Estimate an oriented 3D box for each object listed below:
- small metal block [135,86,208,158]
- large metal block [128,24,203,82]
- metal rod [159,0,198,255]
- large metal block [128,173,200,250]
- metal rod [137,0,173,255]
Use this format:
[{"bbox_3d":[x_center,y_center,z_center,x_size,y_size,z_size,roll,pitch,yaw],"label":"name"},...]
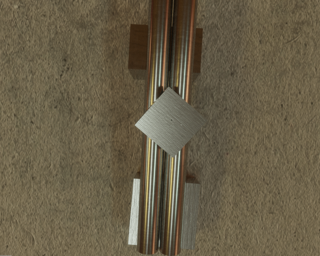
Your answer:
[{"bbox_3d":[0.011,-0.007,0.314,0.050,0.025,0.050,41,95,-6],"label":"small metal block"},{"bbox_3d":[0.006,-0.089,0.384,0.080,0.080,0.050,3,90,0],"label":"large metal block"},{"bbox_3d":[0.020,-0.007,0.338,0.025,0.025,0.298,3,97,0],"label":"metal rod"},{"bbox_3d":[0.005,0.104,0.398,0.080,0.050,0.080,5,90,0],"label":"large metal block"},{"bbox_3d":[-0.006,-0.008,0.338,0.025,0.025,0.298,3,97,0],"label":"metal rod"}]
